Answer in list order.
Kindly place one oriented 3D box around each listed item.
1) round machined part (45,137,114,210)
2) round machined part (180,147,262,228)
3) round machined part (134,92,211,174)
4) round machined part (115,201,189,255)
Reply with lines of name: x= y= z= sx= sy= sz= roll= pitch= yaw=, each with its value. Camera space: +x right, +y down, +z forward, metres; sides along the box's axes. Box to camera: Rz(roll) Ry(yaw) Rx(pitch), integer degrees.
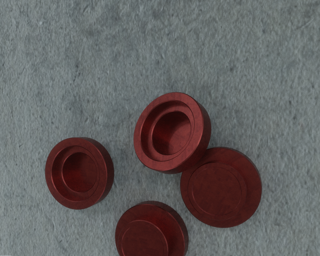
round machined part: x=-0.108 y=0.061 z=0.437 sx=0.098 sy=0.042 sz=0.097 roll=0 pitch=90 yaw=19
round machined part: x=0.071 y=0.072 z=0.374 sx=0.098 sy=0.042 sz=0.097 roll=0 pitch=90 yaw=19
round machined part: x=0.019 y=0.009 z=0.380 sx=0.098 sy=0.042 sz=0.098 roll=-15 pitch=63 yaw=31
round machined part: x=-0.015 y=0.148 z=0.405 sx=0.098 sy=0.042 sz=0.097 roll=0 pitch=90 yaw=19
